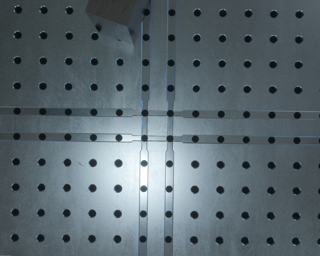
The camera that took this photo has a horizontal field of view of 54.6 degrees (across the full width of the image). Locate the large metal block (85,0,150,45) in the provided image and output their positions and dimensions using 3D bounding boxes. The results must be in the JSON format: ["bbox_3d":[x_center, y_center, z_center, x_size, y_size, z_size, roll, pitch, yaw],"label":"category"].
[{"bbox_3d":[-0.046,-0.159,0.385,0.050,0.080,0.080,20,90,0],"label":"large metal block"}]
